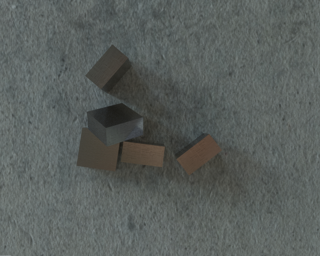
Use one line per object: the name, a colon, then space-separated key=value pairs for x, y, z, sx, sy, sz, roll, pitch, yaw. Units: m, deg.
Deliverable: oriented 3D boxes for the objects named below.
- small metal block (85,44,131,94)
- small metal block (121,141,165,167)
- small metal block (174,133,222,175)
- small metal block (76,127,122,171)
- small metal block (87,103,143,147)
small metal block: x=-0.064 y=-0.074 z=0.397 sx=0.025 sy=0.050 sz=0.050 roll=41 pitch=90 yaw=-1
small metal block: x=-0.021 y=0.031 z=0.397 sx=0.050 sy=0.050 sz=0.025 roll=7 pitch=90 yaw=-1
small metal block: x=0.047 y=0.032 z=0.398 sx=0.050 sy=0.050 sz=0.025 roll=-37 pitch=90 yaw=0
small metal block: x=-0.078 y=0.027 z=0.409 sx=0.050 sy=0.025 sz=0.050 roll=9 pitch=90 yaw=-1
small metal block: x=-0.056 y=-0.006 z=0.385 sx=0.050 sy=0.050 sz=0.025 roll=-18 pitch=125 yaw=-33
